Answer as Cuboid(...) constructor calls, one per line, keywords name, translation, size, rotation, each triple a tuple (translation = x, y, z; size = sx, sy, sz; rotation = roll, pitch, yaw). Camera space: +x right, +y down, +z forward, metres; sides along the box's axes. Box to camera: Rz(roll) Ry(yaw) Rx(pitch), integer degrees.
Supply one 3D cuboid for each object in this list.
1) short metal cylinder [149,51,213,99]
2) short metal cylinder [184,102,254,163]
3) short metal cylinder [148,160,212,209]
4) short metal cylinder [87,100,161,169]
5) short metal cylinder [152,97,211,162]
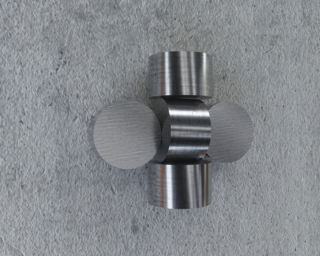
Cuboid(name="short metal cylinder", translation=(0.026, -0.063, 0.391), size=(0.081, 0.080, 0.050), rotation=(0, 90, -20))
Cuboid(name="short metal cylinder", translation=(0.079, 0.005, 0.426), size=(0.081, 0.050, 0.080), rotation=(0, 91, -20))
Cuboid(name="short metal cylinder", translation=(0.025, 0.067, 0.391), size=(0.081, 0.080, 0.050), rotation=(0, 90, -20))
Cuboid(name="short metal cylinder", translation=(-0.045, 0.008, 0.380), size=(0.081, 0.050, 0.080), rotation=(0, 90, -21))
Cuboid(name="short metal cylinder", translation=(0.022, 0.002, 0.390), size=(0.050, 0.080, 0.080), rotation=(1, 90, -20))
